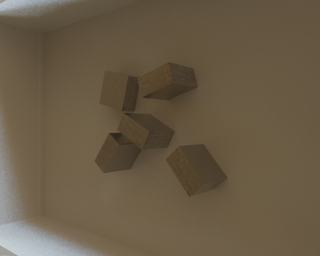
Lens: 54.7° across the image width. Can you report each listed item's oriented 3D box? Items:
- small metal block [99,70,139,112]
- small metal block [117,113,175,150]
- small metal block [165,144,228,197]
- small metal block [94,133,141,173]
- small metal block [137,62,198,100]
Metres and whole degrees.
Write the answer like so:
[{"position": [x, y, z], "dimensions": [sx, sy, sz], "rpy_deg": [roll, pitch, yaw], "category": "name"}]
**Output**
[{"position": [-0.059, -0.054, 0.453], "dimensions": [0.050, 0.025, 0.050], "rpy_deg": [19, 102, 38], "category": "small metal block"}, {"position": [-0.018, 0.003, 0.403], "dimensions": [0.050, 0.050, 0.025], "rpy_deg": [35, 112, 34], "category": "small metal block"}, {"position": [0.042, 0.047, 0.354], "dimensions": [0.025, 0.050, 0.050], "rpy_deg": [-48, 62, 29], "category": "small metal block"}, {"position": [-0.056, 0.034, 0.434], "dimensions": [0.025, 0.050, 0.050], "rpy_deg": [45, 117, 30], "category": "small metal block"}, {"position": [0.010, -0.056, 0.381], "dimensions": [0.050, 0.050, 0.025], "rpy_deg": [-20, 77, 38], "category": "small metal block"}]
